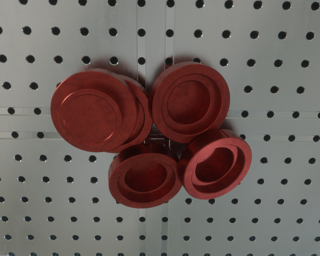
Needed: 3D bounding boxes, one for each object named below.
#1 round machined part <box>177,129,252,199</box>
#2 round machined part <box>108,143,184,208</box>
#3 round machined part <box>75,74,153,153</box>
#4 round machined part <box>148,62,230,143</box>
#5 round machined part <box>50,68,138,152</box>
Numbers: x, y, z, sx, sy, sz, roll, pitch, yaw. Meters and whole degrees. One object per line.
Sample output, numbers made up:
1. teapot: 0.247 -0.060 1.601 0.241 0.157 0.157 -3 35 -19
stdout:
1. round machined part: 0.067 0.043 0.409 0.099 0.042 0.097 -11 123 -18
2. round machined part: -0.020 0.059 0.416 0.099 0.042 0.097 -6 125 -8
3. round machined part: -0.057 -0.021 0.395 0.099 0.042 0.097 0 110 -1
4. round machined part: 0.033 -0.034 0.383 0.099 0.042 0.097 -6 112 -16
5. round machined part: -0.075 -0.016 0.352 0.099 0.042 0.097 0 110 -1
